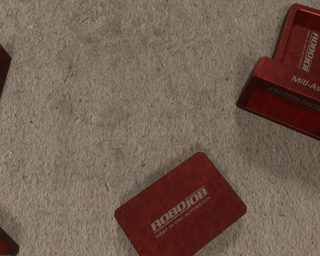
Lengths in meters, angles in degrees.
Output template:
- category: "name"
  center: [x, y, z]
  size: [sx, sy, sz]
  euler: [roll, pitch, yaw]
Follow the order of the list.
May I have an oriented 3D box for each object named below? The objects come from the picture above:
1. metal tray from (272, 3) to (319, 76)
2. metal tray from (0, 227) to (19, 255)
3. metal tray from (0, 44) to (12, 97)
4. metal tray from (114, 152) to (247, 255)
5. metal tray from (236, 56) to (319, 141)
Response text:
- category: "metal tray"
  center: [0.216, -0.111, 0.448]
  size: [0.090, 0.030, 0.130]
  euler: [20, 71, 7]
- category: "metal tray"
  center: [-0.242, 0.131, 0.355]
  size: [0.130, 0.030, 0.090]
  euler: [38, 74, 12]
- category: "metal tray"
  center: [-0.287, -0.075, 0.430]
  size: [0.131, 0.030, 0.090]
  euler: [4, 70, 1]
- category: "metal tray"
  center: [0.024, 0.101, 0.369]
  size: [0.131, 0.030, 0.090]
  euler: [-34, 74, -12]
- category: "metal tray"
  center: [0.170, -0.032, 0.387]
  size: [0.130, 0.090, 0.030]
  euler: [23, 72, 8]
